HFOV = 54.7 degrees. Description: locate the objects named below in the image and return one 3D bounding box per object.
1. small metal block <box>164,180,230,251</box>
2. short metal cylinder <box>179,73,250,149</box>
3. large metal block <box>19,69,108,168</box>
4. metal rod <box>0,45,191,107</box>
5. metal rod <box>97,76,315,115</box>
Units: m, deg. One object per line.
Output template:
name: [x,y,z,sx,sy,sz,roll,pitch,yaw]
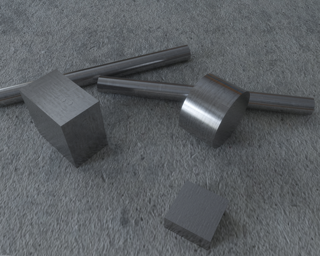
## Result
small metal block: [0.039,0.091,0.327,0.050,0.025,0.050,23,54,18]
short metal cylinder: [0.068,-0.021,0.386,0.050,0.080,0.080,33,57,24]
large metal block: [-0.114,-0.011,0.375,0.080,0.080,0.050,36,58,26]
metal rod: [-0.095,-0.082,0.470,0.302,0.025,0.025,-17,52,-14]
metal rod: [0.061,-0.047,0.443,0.302,0.025,0.025,7,50,5]
